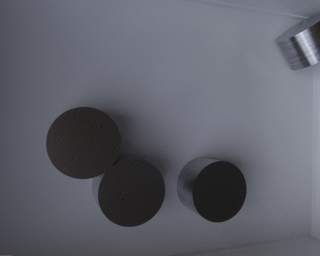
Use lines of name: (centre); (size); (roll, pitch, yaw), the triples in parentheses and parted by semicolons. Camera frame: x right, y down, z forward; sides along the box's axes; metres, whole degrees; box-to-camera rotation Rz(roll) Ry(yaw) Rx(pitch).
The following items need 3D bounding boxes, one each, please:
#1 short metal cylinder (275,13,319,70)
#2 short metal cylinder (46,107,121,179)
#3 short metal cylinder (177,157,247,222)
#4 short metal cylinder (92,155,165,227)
short metal cylinder: (0.223, -0.130, 0.466); (0.080, 0.080, 0.050); (-38, 103, -16)
short metal cylinder: (-0.091, 0.016, 0.364); (0.081, 0.050, 0.079); (0, 90, -21)
short metal cylinder: (0.070, 0.082, 0.425); (0.081, 0.050, 0.079); (0, 90, -21)
short metal cylinder: (-0.040, 0.075, 0.383); (0.081, 0.050, 0.079); (0, 90, -20)
